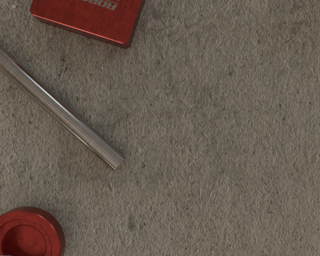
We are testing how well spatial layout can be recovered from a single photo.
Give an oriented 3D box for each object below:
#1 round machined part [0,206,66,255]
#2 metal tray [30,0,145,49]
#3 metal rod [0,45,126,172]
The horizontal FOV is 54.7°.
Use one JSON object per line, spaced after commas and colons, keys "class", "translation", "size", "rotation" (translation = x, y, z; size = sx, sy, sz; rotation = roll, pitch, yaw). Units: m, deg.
{"class": "round machined part", "translation": [-0.171, 0.149, 0.399], "size": [0.099, 0.042, 0.097], "rotation": [0, 90, -1]}
{"class": "metal tray", "translation": [-0.090, -0.168, 0.406], "size": [0.131, 0.030, 0.090], "rotation": [18, 90, -1]}
{"class": "metal rod", "translation": [-0.165, -0.052, 0.407], "size": [0.300, 0.025, 0.025], "rotation": [42, 90, -1]}
